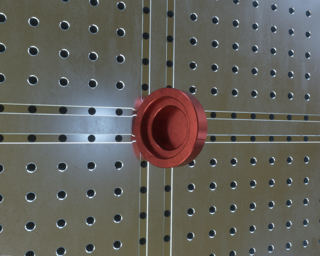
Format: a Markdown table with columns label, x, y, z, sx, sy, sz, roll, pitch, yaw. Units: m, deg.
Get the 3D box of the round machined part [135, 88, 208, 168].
| label | x | y | z | sx | sy | sz | roll | pitch | yaw |
| --- | --- | --- | --- | --- | --- | --- | --- | --- | --- |
| round machined part | 0.018 | 0.001 | 0.390 | 0.042 | 0.098 | 0.097 | 4 | 88 | -51 |
